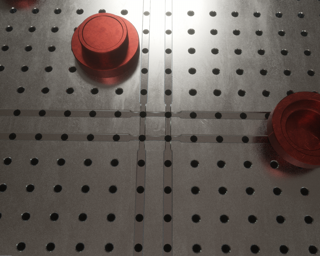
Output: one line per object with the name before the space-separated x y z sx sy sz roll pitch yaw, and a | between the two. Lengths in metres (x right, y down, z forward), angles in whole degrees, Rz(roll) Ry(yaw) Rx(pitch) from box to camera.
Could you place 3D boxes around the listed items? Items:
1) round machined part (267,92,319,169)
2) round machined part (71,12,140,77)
round machined part | 0.188 0.005 0.403 0.099 0.042 0.098 0 70 -1
round machined part | -0.079 -0.126 0.448 0.099 0.042 0.098 0 70 -1
